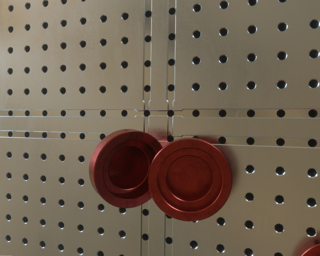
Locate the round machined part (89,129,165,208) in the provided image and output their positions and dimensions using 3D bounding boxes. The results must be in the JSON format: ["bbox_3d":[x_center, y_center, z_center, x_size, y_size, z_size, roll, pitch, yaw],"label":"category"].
[{"bbox_3d":[-0.044,0.049,0.401,0.042,0.099,0.097,12,95,60],"label":"round machined part"}]

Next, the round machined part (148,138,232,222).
[{"bbox_3d":[0.036,0.060,0.382,0.098,0.042,0.097,0,92,3],"label":"round machined part"}]

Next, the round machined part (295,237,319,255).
[{"bbox_3d":[0.196,0.172,0.334,0.098,0.042,0.097,0,90,20],"label":"round machined part"}]
